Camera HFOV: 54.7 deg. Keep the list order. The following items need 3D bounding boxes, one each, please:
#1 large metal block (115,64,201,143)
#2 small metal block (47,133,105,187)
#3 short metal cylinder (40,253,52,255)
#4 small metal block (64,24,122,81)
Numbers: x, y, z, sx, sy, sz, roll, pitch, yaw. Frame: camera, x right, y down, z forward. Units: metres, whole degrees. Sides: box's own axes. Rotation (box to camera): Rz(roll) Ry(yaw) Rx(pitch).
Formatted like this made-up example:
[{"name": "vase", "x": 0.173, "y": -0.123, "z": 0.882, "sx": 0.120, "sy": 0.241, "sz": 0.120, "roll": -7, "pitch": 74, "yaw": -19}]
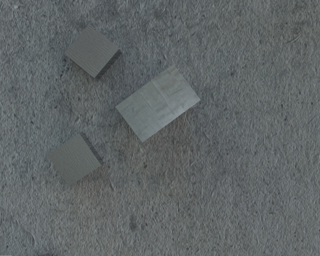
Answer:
[{"name": "large metal block", "x": -0.002, "y": -0.028, "z": 0.383, "sx": 0.080, "sy": 0.080, "sz": 0.050, "roll": -36, "pitch": 90, "yaw": 0}, {"name": "small metal block", "x": -0.110, "y": 0.041, "z": 0.409, "sx": 0.050, "sy": 0.025, "sz": 0.050, "roll": -34, "pitch": 90, "yaw": 0}, {"name": "short metal cylinder", "x": -0.162, "y": 0.201, "z": 0.381, "sx": 0.080, "sy": 0.080, "sz": 0.050, "roll": -26, "pitch": 90, "yaw": 0}, {"name": "small metal block", "x": -0.087, "y": -0.099, "z": 0.409, "sx": 0.050, "sy": 0.025, "sz": 0.050, "roll": 40, "pitch": 90, "yaw": 0}]
